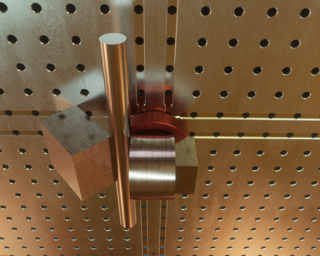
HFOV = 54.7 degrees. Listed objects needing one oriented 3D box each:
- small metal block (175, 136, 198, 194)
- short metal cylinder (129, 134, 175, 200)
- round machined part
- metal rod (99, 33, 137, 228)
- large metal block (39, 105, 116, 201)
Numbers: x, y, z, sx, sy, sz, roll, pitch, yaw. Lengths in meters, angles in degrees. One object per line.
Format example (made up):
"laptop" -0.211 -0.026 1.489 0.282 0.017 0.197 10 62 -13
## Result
"small metal block" 0.029 0.045 0.379 0.025 0.050 0.050 1 130 -1
"short metal cylinder" -0.009 0.047 0.376 0.050 0.080 0.079 1 130 -1
"round machined part" -0.009 0.016 0.413 0.099 0.042 0.097 -1 130 0
"metal rod" -0.046 0.031 0.383 0.025 0.025 0.298 0 130 -1
"large metal block" -0.103 0.031 0.392 0.050 0.080 0.079 -29 139 -31
